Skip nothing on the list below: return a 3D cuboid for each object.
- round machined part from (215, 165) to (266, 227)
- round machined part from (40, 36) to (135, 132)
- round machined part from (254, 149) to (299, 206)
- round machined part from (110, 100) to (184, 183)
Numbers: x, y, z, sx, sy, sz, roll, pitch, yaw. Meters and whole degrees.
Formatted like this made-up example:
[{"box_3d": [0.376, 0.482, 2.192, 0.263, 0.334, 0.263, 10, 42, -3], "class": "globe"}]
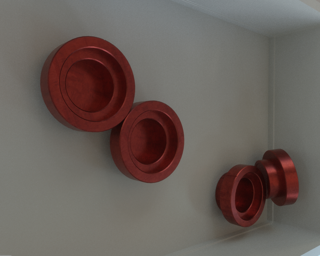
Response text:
[{"box_3d": [0.129, 0.108, 0.507, 0.099, 0.042, 0.097, 0, 90, -40], "class": "round machined part"}, {"box_3d": [-0.079, -0.045, 0.331, 0.099, 0.042, 0.097, 0, 90, -40], "class": "round machined part"}, {"box_3d": [0.197, 0.087, 0.541, 0.042, 0.098, 0.097, -8, 96, -4], "class": "round machined part"}, {"box_3d": [-0.020, 0.016, 0.381, 0.099, 0.042, 0.097, 0, 90, -40], "class": "round machined part"}]
